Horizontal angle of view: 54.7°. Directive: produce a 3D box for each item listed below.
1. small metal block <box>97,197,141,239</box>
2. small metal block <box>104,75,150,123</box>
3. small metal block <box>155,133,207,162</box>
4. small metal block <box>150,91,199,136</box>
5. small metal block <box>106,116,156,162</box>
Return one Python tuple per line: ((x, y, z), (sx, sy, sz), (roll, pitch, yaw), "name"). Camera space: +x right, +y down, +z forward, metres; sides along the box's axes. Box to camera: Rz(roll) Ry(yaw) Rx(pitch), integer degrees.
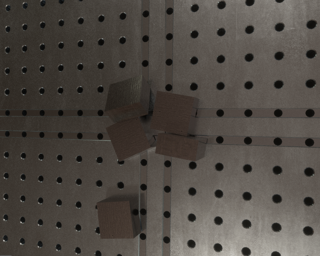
((-0.057, 0.125, 0.432), (0.050, 0.025, 0.050), (-8, 88, 19), "small metal block")
((-0.042, -0.039, 0.413), (0.050, 0.025, 0.050), (-13, 49, 19), "small metal block")
((0.028, 0.022, 0.389), (0.050, 0.050, 0.025), (10, 94, 19), "small metal block")
((0.019, -0.019, 0.405), (0.050, 0.025, 0.050), (12, 94, 19), "small metal block")
((-0.039, 0.013, 0.425), (0.050, 0.025, 0.050), (-25, 82, 18), "small metal block")
